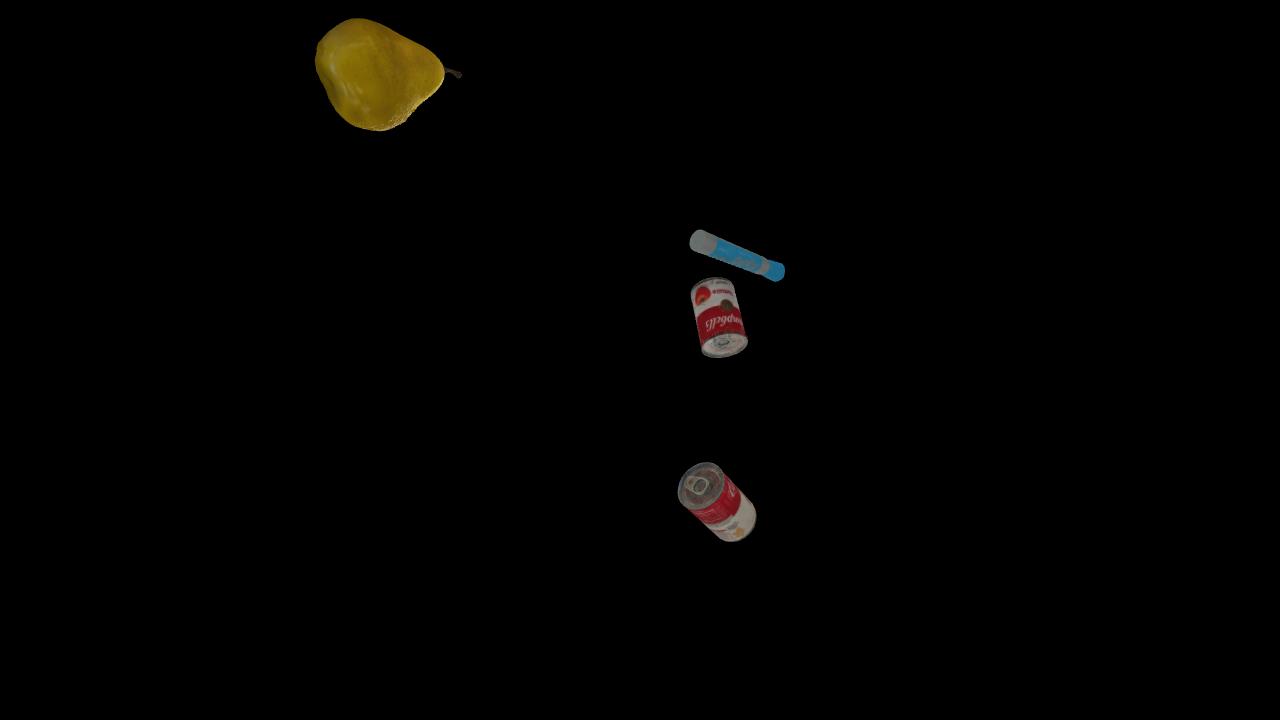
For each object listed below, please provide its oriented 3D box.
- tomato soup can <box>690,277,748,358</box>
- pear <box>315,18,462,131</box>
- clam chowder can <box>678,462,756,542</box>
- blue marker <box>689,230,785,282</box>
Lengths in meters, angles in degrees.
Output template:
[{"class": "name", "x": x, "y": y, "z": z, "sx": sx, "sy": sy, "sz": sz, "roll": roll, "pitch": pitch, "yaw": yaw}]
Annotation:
[{"class": "tomato soup can", "x": 0.114, "y": -0.063, "z": 0.899, "sx": 0.068, "sy": 0.101, "sz": 0.068, "roll": -6, "pitch": -30, "yaw": -3}, {"class": "pear", "x": -0.196, "y": -0.234, "z": 0.494, "sx": 0.111, "sy": 0.080, "sz": 0.080, "roll": -34, "pitch": 17, "yaw": -27}, {"class": "clam chowder can", "x": 0.104, "y": 0.190, "z": 0.813, "sx": 0.068, "sy": 0.068, "sz": 0.102, "roll": 0, "pitch": -37, "yaw": 42}, {"class": "blue marker", "x": 0.092, "y": -0.092, "z": 0.556, "sx": 0.121, "sy": 0.020, "sz": 0.020, "roll": 11, "pitch": -7, "yaw": -41}]
